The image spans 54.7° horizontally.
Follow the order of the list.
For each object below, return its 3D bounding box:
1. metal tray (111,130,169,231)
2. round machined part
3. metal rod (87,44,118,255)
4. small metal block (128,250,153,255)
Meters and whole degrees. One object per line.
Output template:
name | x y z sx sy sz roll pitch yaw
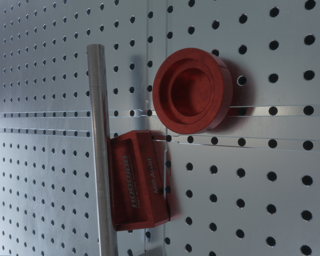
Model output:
metal tray | -0.043 0.076 0.441 0.090 0.030 0.129 -21 77 38
round machined part | 0.041 -0.041 0.364 0.098 0.042 0.097 0 90 40
metal rod | -0.081 0.032 0.436 0.025 0.025 0.298 -8 85 40
small metal block | -0.031 0.205 0.435 0.050 0.025 0.050 -30 71 36
